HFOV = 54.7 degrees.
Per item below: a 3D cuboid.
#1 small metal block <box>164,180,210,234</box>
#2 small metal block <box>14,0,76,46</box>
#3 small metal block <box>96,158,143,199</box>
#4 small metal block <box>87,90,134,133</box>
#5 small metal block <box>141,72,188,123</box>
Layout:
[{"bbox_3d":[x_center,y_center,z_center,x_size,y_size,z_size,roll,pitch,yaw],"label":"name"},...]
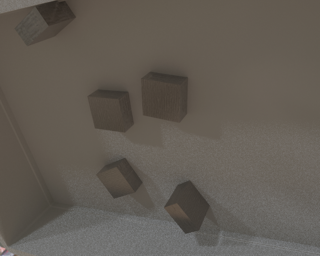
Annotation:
[{"bbox_3d":[0.040,0.112,0.441,0.025,0.050,0.050,-31,101,38],"label":"small metal block"},{"bbox_3d":[-0.143,-0.131,0.387,0.050,0.050,0.025,-23,106,36],"label":"small metal block"},{"bbox_3d":[-0.065,0.081,0.493,0.050,0.025,0.050,-24,106,36],"label":"small metal block"},{"bbox_3d":[-0.068,-0.024,0.430,0.050,0.025,0.050,7,122,24],"label":"small metal block"},{"bbox_3d":[0.006,-0.038,0.382,0.050,0.025,0.050,12,124,21],"label":"small metal block"}]
